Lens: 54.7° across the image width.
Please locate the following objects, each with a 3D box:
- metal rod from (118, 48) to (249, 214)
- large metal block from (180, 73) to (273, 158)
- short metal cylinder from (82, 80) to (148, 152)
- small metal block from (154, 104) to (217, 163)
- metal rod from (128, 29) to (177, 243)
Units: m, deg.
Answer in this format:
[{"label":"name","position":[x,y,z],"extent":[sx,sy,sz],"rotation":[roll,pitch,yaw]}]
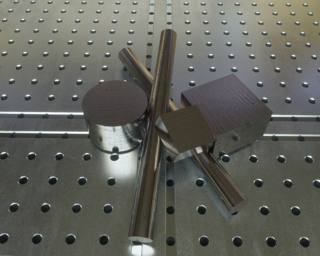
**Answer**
[{"label":"metal rod","position":[0.015,-0.017,0.417],"extent":[0.025,0.025,0.300],"rotation":[-22,54,-18]},{"label":"large metal block","position":[0.081,-0.016,0.400],"extent":[0.081,0.050,0.080],"rotation":[-21,53,-17]},{"label":"short metal cylinder","position":[-0.056,-0.016,0.400],"extent":[0.081,0.050,0.080],"rotation":[1,50,0]},{"label":"small metal block","position":[0.029,0.006,0.357],"extent":[0.050,0.025,0.050],"rotation":[-17,67,-24]},{"label":"metal rod","position":[-0.003,-0.014,0.389],"extent":[0.025,0.025,0.300],"rotation":[5,58,4]}]
